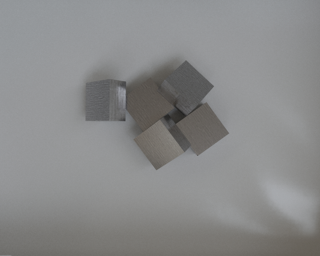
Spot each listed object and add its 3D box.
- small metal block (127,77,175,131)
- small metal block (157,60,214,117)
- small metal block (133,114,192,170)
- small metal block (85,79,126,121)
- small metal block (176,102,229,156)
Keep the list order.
[{"bbox_3d":[-0.017,-0.030,0.409,0.050,0.025,0.050,-38,91,0],"label":"small metal block"},{"bbox_3d":[0.033,-0.051,0.399,0.050,0.025,0.050,43,55,-1],"label":"small metal block"},{"bbox_3d":[0.003,0.018,0.398,0.050,0.025,0.050,-36,90,31],"label":"small metal block"},{"bbox_3d":[-0.070,-0.034,0.395,0.050,0.025,0.050,0,90,43],"label":"small metal block"},{"bbox_3d":[0.054,0.001,0.410,0.050,0.025,0.050,-36,90,0],"label":"small metal block"}]
